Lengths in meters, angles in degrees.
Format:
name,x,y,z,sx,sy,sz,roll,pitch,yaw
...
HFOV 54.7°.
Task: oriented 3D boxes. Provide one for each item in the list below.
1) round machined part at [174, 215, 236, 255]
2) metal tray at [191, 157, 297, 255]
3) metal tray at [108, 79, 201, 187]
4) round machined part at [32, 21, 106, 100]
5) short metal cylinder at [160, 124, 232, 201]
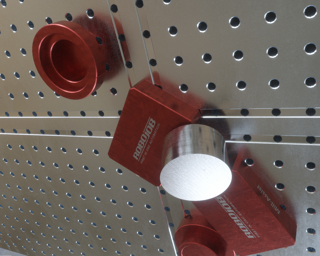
name,x,y,z,sx,sy,sz,roll,pitch,yaw
round machined part,0.067,0.187,0.479,0.098,0.042,0.097,13,124,20
metal tray,0.108,0.110,0.419,0.090,0.030,0.130,-34,100,38
metal tray,-0.013,0.011,0.420,0.090,0.030,0.129,31,128,8
round machined part,-0.112,-0.089,0.402,0.098,0.042,0.097,13,124,20
short metal cylinder,0.041,0.042,0.369,0.081,0.050,0.079,1,130,2
